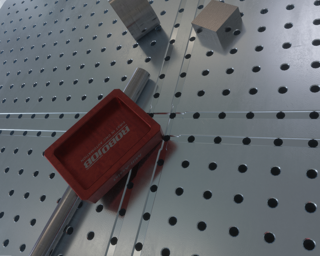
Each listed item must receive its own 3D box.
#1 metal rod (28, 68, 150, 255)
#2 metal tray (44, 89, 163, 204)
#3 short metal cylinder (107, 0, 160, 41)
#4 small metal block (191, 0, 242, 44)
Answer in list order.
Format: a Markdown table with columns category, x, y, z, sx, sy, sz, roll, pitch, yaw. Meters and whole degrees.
| category | x | y | z | sx | sy | sz | roll | pitch | yaw |
| --- | --- | --- | --- | --- | --- | --- | --- | --- | --- |
| metal rod | -0.091 | 0.043 | 0.429 | 0.025 | 0.025 | 0.300 | 15 | 69 | 34 |
| metal tray | -0.072 | 0.021 | 0.404 | 0.130 | 0.030 | 0.090 | -44 | 68 | -10 |
| short metal cylinder | -0.043 | -0.192 | 0.513 | 0.050 | 0.080 | 0.080 | -35 | 51 | 5 |
| small metal block | 0.084 | -0.159 | 0.462 | 0.050 | 0.025 | 0.050 | -49 | 52 | -6 |
